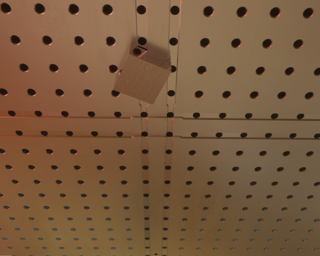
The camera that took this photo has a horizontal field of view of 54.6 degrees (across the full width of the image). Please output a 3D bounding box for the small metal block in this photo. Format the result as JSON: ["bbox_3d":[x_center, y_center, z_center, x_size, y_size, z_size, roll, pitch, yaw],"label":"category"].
[{"bbox_3d":[-0.021,-0.061,0.359,0.050,0.025,0.050,20,127,-16],"label":"small metal block"}]
